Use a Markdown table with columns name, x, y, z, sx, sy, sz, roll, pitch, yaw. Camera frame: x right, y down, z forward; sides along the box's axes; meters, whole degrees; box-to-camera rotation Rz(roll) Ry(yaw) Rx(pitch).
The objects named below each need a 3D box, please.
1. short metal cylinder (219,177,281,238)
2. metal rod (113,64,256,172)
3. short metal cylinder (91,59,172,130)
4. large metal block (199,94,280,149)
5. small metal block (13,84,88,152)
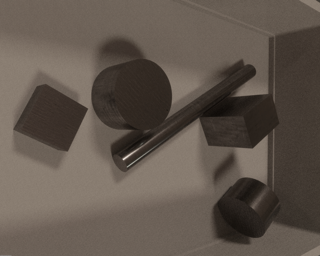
| name | x | y | z | sx | sy | sz | roll | pitch | yaw |
| --- | --- | --- | --- | --- | --- | --- | --- | --- | --- |
| short metal cylinder | 0.142 | 0.126 | 0.493 | 0.050 | 0.080 | 0.080 | -38 | 114 | -34 |
| metal rod | 0.054 | -0.029 | 0.454 | 0.302 | 0.025 | 0.025 | -35 | 112 | -35 |
| short metal cylinder | -0.032 | -0.037 | 0.365 | 0.081 | 0.050 | 0.079 | 0 | 90 | -40 |
| large metal block | 0.122 | -0.012 | 0.476 | 0.081 | 0.080 | 0.050 | -33 | 111 | -35 |
| small metal block | -0.110 | -0.009 | 0.316 | 0.050 | 0.025 | 0.050 | 33 | 69 | -35 |
